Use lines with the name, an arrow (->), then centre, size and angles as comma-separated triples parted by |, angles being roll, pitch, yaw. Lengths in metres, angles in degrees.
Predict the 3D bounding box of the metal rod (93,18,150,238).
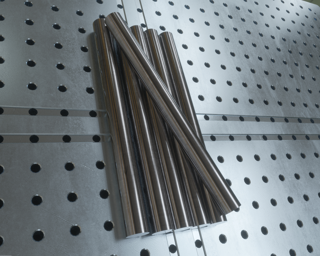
metal rod -> -0.054, -0.019, 0.389 | 0.025, 0.025, 0.299 | 1, 61, -28

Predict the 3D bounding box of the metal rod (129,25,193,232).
metal rod -> -0.006, -0.017, 0.414 | 0.025, 0.025, 0.299 | 1, 61, -28

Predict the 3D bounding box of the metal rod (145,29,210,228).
metal rod -> 0.016, -0.016, 0.427 | 0.025, 0.025, 0.299 | 1, 61, -28

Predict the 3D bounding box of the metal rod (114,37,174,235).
metal rod -> -0.028, -0.018, 0.402 | 0.025, 0.025, 0.299 | 1, 61, -28

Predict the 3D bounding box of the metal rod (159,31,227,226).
metal rod -> 0.039, -0.016, 0.439 | 0.025, 0.025, 0.299 | 1, 61, -28

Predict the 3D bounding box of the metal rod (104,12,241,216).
metal rod -> 0.009, -0.028, 0.397 | 0.025, 0.025, 0.299 | -21, 73, -36
